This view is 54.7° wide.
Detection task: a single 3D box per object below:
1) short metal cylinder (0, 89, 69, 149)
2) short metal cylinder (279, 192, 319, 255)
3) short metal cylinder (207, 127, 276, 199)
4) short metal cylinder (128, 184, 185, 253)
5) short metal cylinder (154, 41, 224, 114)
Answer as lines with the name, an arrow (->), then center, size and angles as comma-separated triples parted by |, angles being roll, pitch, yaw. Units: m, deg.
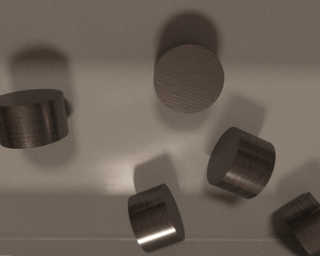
short metal cylinder -> -0.155, -0.014, 0.375 | 0.081, 0.080, 0.050 | -2, 110, 0
short metal cylinder -> 0.215, 0.138, 0.436 | 0.050, 0.080, 0.080 | -37, 106, 12
short metal cylinder -> 0.102, 0.045, 0.400 | 0.050, 0.080, 0.079 | 23, 108, -9
short metal cylinder -> -0.004, 0.123, 0.428 | 0.050, 0.080, 0.080 | -22, 109, 7
short metal cylinder -> 0.033, -0.063, 0.375 | 0.081, 0.050, 0.079 | 0, 110, -1
